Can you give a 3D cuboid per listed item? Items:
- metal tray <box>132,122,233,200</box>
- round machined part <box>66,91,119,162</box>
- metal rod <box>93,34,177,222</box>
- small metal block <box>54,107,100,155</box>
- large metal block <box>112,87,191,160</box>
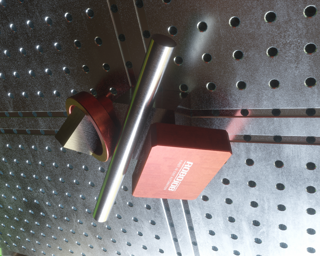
[{"bbox_3d":[0.020,0.047,0.382,0.091,0.030,0.129,6,143,-13],"label":"metal tray"},{"bbox_3d":[-0.083,-0.006,0.421,0.098,0.042,0.097,37,145,32],"label":"round machined part"},{"bbox_3d":[-0.043,0.025,0.383,0.025,0.025,0.298,30,128,8],"label":"metal rod"},{"bbox_3d":[-0.102,0.004,0.413,0.025,0.050,0.050,38,95,35],"label":"small metal block"},{"bbox_3d":[-0.007,-0.003,0.395,0.080,0.050,0.079,9,122,23],"label":"large metal block"}]
